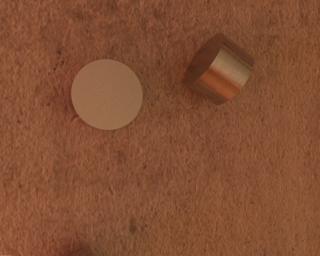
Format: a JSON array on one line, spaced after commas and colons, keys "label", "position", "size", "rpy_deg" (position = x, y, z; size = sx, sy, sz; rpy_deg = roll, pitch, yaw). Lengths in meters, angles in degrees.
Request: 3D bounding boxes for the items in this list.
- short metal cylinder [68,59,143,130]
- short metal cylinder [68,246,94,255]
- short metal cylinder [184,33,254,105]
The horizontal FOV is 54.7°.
[{"label": "short metal cylinder", "position": [-0.067, -0.038, 0.372], "size": [0.081, 0.050, 0.079], "rpy_deg": [0, 90, -21]}, {"label": "short metal cylinder", "position": [-0.088, 0.182, 0.348], "size": [0.050, 0.080, 0.080], "rpy_deg": [-21, 98, -19]}, {"label": "short metal cylinder", "position": [0.076, -0.077, 0.409], "size": [0.050, 0.080, 0.080], "rpy_deg": [32, 80, -18]}]
